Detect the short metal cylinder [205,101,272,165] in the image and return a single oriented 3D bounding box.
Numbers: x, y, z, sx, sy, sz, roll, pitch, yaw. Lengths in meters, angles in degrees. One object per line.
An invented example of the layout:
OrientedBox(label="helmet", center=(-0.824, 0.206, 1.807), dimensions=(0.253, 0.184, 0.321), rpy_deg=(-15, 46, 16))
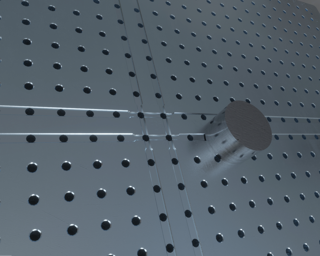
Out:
OrientedBox(label="short metal cylinder", center=(0.114, 0.007, 0.452), dimensions=(0.081, 0.050, 0.080), rpy_deg=(14, 56, -21))
